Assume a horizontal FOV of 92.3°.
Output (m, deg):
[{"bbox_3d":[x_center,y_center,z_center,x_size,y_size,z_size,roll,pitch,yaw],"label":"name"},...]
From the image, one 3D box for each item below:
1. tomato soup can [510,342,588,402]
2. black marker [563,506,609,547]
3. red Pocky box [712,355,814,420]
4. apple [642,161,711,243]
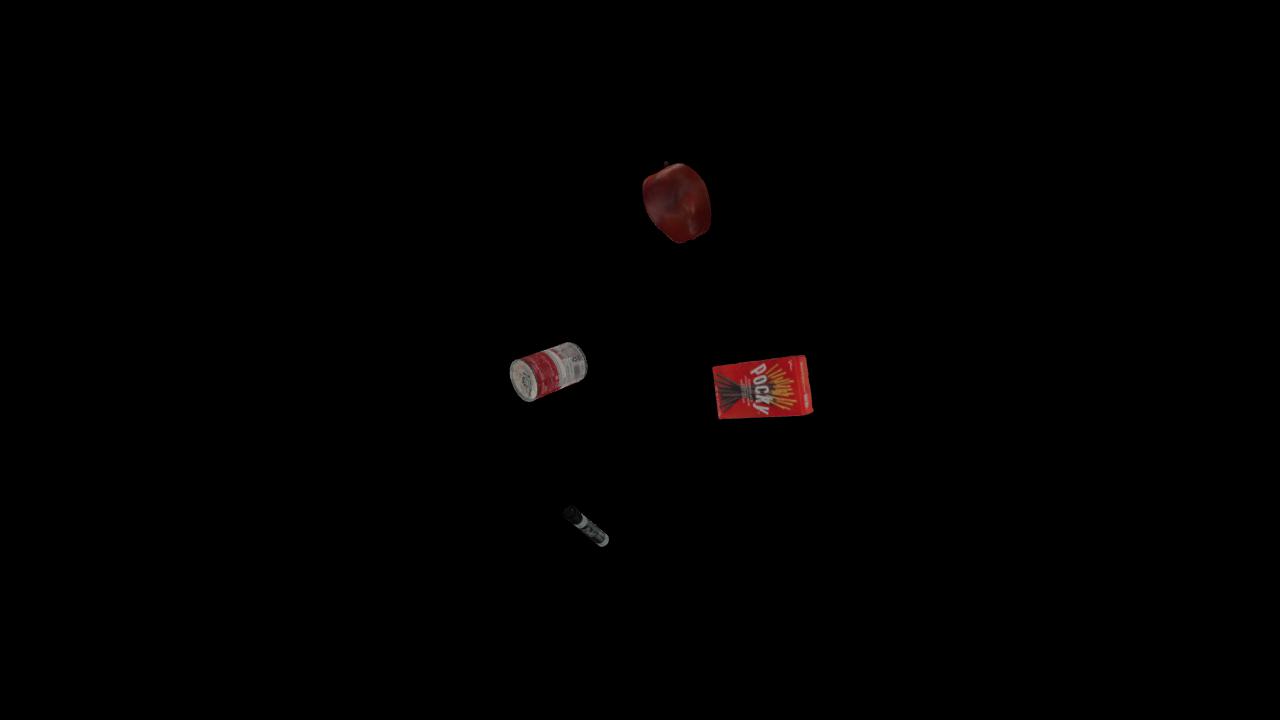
[{"bbox_3d":[-0.139,0.016,0.946,0.068,0.068,0.101,0,17,46],"label":"tomato soup can"},{"bbox_3d":[-0.070,0.218,0.804,0.020,0.020,0.121,0,-32,21],"label":"black marker"},{"bbox_3d":[0.172,0.041,0.886,0.028,0.083,0.155,-4,-3,-42],"label":"red Pocky box"},{"bbox_3d":[0.044,-0.184,0.716,0.079,0.093,0.079,-22,17,7],"label":"apple"}]
